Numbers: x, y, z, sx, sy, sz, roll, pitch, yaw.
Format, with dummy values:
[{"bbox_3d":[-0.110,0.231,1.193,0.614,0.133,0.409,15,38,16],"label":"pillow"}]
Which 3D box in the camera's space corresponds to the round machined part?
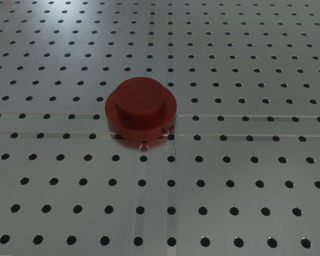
[{"bbox_3d":[-0.026,-0.033,0.424,0.099,0.042,0.098,0,50,0],"label":"round machined part"}]
